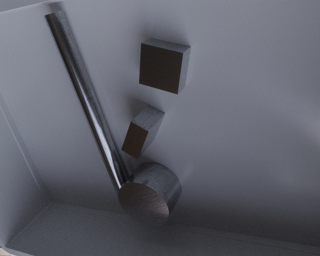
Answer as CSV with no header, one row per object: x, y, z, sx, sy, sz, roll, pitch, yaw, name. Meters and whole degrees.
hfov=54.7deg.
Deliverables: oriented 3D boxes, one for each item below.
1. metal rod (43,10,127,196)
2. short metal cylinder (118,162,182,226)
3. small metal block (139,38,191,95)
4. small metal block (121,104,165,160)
-0.094,-0.013,0.447,0.025,0.025,0.298,-3,117,29,metal rod
-0.014,0.098,0.459,0.080,0.050,0.079,13,124,20,short metal cylinder
0.005,-0.072,0.360,0.050,0.025,0.050,18,126,17,small metal block
-0.022,0.005,0.405,0.025,0.050,0.050,30,128,9,small metal block
